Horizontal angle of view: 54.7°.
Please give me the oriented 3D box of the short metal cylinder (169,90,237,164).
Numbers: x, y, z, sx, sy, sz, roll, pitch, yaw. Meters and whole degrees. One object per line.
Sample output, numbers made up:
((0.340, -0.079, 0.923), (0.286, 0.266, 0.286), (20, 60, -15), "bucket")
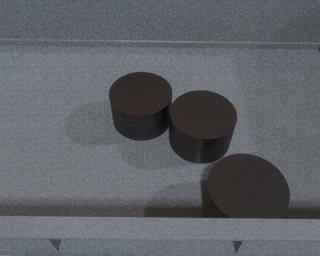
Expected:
((0.052, -0.002, 0.391), (0.081, 0.050, 0.080), (0, 50, 0), "short metal cylinder")

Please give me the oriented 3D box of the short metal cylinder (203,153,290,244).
((0.088, 0.074, 0.328), (0.081, 0.050, 0.080), (0, 50, 0), "short metal cylinder")

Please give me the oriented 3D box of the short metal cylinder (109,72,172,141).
((-0.025, -0.030, 0.414), (0.081, 0.050, 0.080), (0, 50, 0), "short metal cylinder")

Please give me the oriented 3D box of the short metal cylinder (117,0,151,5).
((-0.055, -0.298, 0.641), (0.081, 0.050, 0.080), (0, 50, 0), "short metal cylinder")
